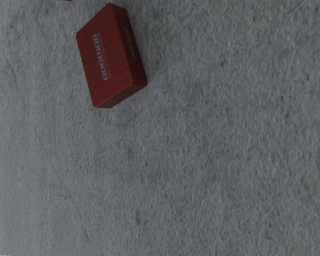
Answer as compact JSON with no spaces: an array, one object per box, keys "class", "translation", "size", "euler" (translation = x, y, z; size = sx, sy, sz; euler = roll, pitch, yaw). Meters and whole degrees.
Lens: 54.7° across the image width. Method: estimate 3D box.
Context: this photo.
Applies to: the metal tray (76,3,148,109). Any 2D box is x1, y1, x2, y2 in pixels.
[{"class":"metal tray","translation":[-0.075,-0.105,0.461],"size":[0.090,0.030,0.129],"euler":[-26,74,36]}]
